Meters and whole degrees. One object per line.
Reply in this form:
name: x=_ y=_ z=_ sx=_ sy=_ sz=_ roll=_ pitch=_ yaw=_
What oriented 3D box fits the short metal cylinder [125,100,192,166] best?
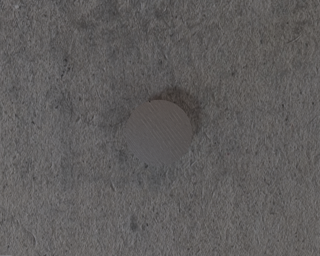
short metal cylinder: x=-0.001 y=0.006 z=0.397 sx=0.080 sy=0.050 sz=0.080 roll=0 pitch=90 yaw=0
